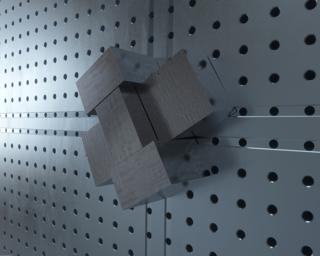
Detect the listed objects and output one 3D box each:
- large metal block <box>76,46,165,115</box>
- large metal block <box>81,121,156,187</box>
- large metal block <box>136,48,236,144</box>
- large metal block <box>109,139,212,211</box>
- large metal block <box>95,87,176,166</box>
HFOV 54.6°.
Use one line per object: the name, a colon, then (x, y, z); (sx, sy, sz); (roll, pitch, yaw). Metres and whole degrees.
large metal block: (-0.051, -0.058, 0.416); (0.080, 0.081, 0.050); (-35, 68, 35)
large metal block: (-0.060, 0.030, 0.445); (0.080, 0.050, 0.080); (-33, 69, 35)
large metal block: (0.029, -0.034, 0.369); (0.080, 0.050, 0.080); (-35, 70, 34)
large metal block: (0.001, 0.054, 0.374); (0.080, 0.081, 0.050); (-35, 68, 34)
large metal block: (-0.025, -0.002, 0.395); (0.050, 0.081, 0.080); (-35, 68, 34)
